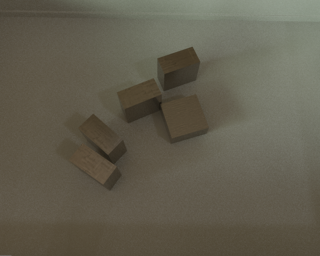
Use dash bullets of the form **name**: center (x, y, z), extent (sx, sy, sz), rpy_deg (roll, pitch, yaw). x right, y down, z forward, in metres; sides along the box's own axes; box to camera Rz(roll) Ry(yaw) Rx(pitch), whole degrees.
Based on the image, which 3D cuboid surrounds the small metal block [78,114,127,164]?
- **small metal block**: center (-0.071, 0.015, 0.390), extent (0.050, 0.050, 0.025), rpy_deg (40, 75, 13)

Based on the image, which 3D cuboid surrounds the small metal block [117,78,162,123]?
- **small metal block**: center (-0.026, -0.035, 0.409), extent (0.050, 0.050, 0.025), rpy_deg (-23, 72, -8)

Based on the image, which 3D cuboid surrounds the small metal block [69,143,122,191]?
- **small metal block**: center (-0.077, 0.049, 0.378), extent (0.050, 0.050, 0.025), rpy_deg (33, 73, 11)

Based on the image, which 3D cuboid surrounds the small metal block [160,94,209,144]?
- **small metal block**: center (0.032, -0.012, 0.414), extent (0.050, 0.025, 0.050), rpy_deg (-16, 71, -6)

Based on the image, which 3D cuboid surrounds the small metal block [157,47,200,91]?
- **small metal block**: center (0.024, -0.080, 0.426), extent (0.050, 0.050, 0.025), rpy_deg (-20, 72, -8)
